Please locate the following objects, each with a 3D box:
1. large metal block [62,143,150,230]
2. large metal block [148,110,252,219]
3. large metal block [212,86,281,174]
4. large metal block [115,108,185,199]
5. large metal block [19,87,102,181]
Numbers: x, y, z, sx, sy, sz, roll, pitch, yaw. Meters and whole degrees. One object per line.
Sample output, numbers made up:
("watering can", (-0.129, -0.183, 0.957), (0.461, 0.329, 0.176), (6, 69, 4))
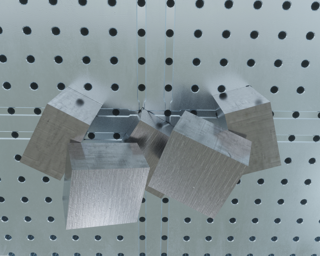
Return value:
("large metal block", (-0.064, 0.064, 0.353), (0.081, 0.050, 0.079), (1, 119, -23))
("large metal block", (0.043, 0.040, 0.341), (0.080, 0.050, 0.079), (26, 122, 6))
("large metal block", (0.105, 0.000, 0.385), (0.050, 0.080, 0.080), (-15, 110, 5))
("large metal block", (-0.011, 0.033, 0.411), (0.080, 0.050, 0.080), (31, 107, -11))
("large metal block", (-0.119, 0.004, 0.383), (0.050, 0.080, 0.080), (28, 107, -10))
